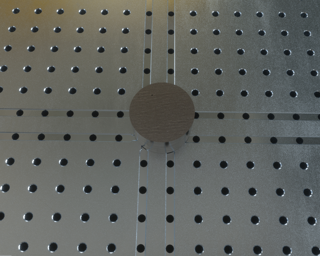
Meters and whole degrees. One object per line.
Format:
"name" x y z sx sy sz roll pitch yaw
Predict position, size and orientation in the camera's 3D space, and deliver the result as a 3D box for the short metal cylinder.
"short metal cylinder" 0.003 -0.012 0.403 0.080 0.050 0.080 0 70 0
